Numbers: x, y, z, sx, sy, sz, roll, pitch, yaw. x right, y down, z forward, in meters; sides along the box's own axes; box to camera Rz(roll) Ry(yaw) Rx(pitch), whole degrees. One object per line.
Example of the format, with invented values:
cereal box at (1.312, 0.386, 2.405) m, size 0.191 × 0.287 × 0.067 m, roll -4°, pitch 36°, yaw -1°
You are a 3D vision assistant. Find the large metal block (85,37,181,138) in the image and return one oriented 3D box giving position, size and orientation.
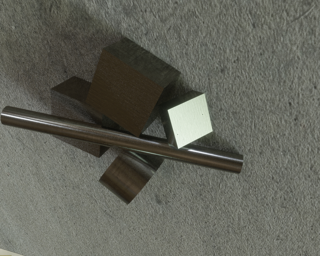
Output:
large metal block at (-0.034, -0.049, 0.376) m, size 0.080 × 0.050 × 0.079 m, roll 34°, pitch 129°, yaw 5°

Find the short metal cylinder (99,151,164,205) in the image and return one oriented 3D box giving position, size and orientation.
short metal cylinder at (-0.039, 0.058, 0.429) m, size 0.050 × 0.080 × 0.080 m, roll 39°, pitch 129°, yaw 1°

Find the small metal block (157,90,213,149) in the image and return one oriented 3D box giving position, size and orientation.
small metal block at (0.030, -0.011, 0.366) m, size 0.025 × 0.050 × 0.050 m, roll 29°, pitch 140°, yaw 58°

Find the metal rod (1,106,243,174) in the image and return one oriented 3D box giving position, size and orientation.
metal rod at (-0.048, 0.015, 0.389) m, size 0.302 × 0.025 × 0.025 m, roll 12°, pitch 125°, yaw 2°

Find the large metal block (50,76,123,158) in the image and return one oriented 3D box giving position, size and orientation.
large metal block at (-0.103, -0.016, 0.436) m, size 0.080 × 0.050 × 0.079 m, roll 23°, pitch 127°, yaw 14°
